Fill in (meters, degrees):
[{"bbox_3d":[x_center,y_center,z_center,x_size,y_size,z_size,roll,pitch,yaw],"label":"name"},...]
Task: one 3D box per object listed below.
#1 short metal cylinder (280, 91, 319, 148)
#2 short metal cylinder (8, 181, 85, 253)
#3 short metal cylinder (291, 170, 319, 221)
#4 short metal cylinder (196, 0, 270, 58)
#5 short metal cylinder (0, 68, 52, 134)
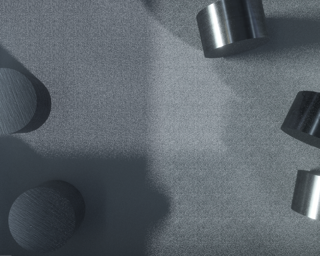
[{"bbox_3d":[0.200,-0.006,0.385,0.080,0.080,0.050,26,90,0],"label":"short metal cylinder"},{"bbox_3d":[-0.142,0.111,0.398,0.081,0.050,0.080,0,90,0],"label":"short metal cylinder"},{"bbox_3d":[0.210,0.086,0.385,0.080,0.080,0.050,10,90,0],"label":"short metal cylinder"},{"bbox_3d":[0.090,-0.123,0.384,0.080,0.080,0.050,-12,90,0],"label":"short metal cylinder"},{"bbox_3d":[-0.188,-0.033,0.397,0.081,0.050,0.080,0,90,0],"label":"short metal cylinder"}]
